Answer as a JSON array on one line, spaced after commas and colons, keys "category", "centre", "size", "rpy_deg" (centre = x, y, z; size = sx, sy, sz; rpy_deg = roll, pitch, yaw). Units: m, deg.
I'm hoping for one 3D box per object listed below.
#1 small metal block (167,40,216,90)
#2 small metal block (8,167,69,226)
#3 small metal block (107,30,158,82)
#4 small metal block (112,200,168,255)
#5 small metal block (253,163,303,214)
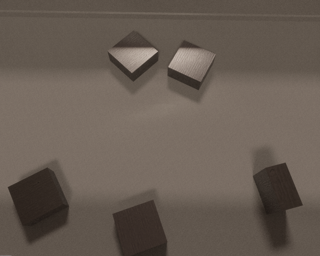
[{"category": "small metal block", "centre": [0.045, -0.090, 0.443], "size": [0.050, 0.025, 0.050], "rpy_deg": [27, 72, 9]}, {"category": "small metal block", "centre": [-0.147, 0.084, 0.377], "size": [0.050, 0.025, 0.050], "rpy_deg": [-27, 73, -10]}, {"category": "small metal block", "centre": [-0.038, -0.104, 0.447], "size": [0.050, 0.025, 0.050], "rpy_deg": [43, 75, 14]}, {"category": "small metal block", "centre": [-0.023, 0.118, 0.366], "size": [0.050, 0.025, 0.050], "rpy_deg": [-18, 71, -7]}, {"category": "small metal block", "centre": [0.139, 0.074, 0.371], "size": [0.025, 0.050, 0.050], "rpy_deg": [-14, 71, -5]}]
